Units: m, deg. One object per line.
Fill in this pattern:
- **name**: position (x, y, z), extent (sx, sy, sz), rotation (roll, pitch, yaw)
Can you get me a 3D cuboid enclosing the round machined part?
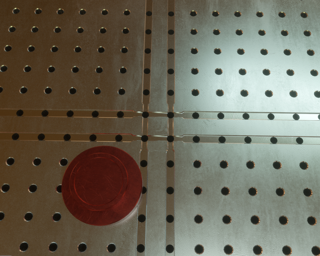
- **round machined part**: position (-0.071, 0.068, 0.378), extent (0.099, 0.042, 0.098), rotation (0, 70, 0)
